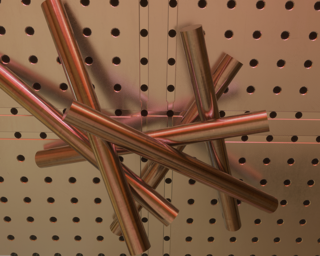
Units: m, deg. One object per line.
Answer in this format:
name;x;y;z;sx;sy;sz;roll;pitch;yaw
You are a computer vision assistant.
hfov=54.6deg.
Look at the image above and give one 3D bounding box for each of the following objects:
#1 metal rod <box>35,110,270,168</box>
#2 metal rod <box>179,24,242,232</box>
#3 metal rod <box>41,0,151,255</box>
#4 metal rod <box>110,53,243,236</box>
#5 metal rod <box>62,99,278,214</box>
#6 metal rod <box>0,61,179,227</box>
metal rod;-0.023;0.017;0.386;0.301;0.025;0.025;-10;110;17
metal rod;0.072;0.020;0.400;0.025;0.025;0.299;-14;117;5
metal rod;-0.074;-0.004;0.352;0.025;0.025;0.299;-21;87;7
metal rod;0.014;0.034;0.425;0.025;0.025;0.299;30;107;-11
metal rod;0.030;0.044;0.372;0.301;0.025;0.025;27;108;-23
metal rod;-0.101;0.013;0.377;0.300;0.025;0.025;39;106;2
